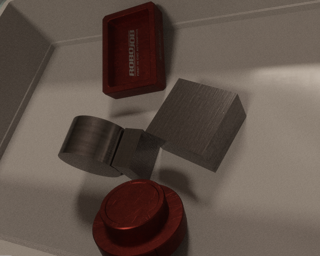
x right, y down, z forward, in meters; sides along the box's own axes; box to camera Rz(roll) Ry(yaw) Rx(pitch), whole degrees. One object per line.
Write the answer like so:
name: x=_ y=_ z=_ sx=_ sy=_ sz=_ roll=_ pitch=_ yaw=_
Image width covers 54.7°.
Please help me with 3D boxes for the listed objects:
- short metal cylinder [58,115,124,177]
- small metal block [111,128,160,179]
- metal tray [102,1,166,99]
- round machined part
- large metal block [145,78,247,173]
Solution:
short metal cylinder: x=-0.081 y=0.025 z=0.396 sx=0.080 sy=0.080 sz=0.050 roll=2 pitch=63 yaw=29
small metal block: x=-0.028 y=0.034 z=0.382 sx=0.025 sy=0.050 sz=0.050 roll=4 pitch=64 yaw=30
metal tray: x=-0.041 y=-0.115 z=0.467 sx=0.090 sy=0.030 sz=0.129 roll=-8 pitch=76 yaw=23
round machined part: x=-0.024 y=0.091 z=0.324 sx=0.098 sy=0.042 sz=0.098 roll=-11 pitch=31 yaw=7
large metal block: x=0.044 y=-0.005 z=0.369 sx=0.080 sy=0.050 sz=0.080 roll=22 pitch=73 yaw=35
